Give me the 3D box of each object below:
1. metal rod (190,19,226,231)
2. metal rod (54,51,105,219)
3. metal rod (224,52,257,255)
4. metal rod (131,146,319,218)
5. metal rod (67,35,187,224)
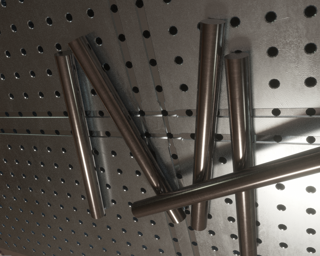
[{"bbox_3d":[0.056,0.019,0.392,0.025,0.025,0.298,12,124,21],"label":"metal rod"},{"bbox_3d":[-0.121,0.028,0.490,0.025,0.025,0.298,10,123,22],"label":"metal rod"},{"bbox_3d":[0.105,0.055,0.389,0.025,0.025,0.298,3,120,26],"label":"metal rod"},{"bbox_3d":[0.075,0.072,0.381,0.299,0.025,0.025,-25,105,36],"label":"metal rod"},{"bbox_3d":[-0.039,0.013,0.437,0.025,0.025,0.299,-17,110,34],"label":"metal rod"}]
